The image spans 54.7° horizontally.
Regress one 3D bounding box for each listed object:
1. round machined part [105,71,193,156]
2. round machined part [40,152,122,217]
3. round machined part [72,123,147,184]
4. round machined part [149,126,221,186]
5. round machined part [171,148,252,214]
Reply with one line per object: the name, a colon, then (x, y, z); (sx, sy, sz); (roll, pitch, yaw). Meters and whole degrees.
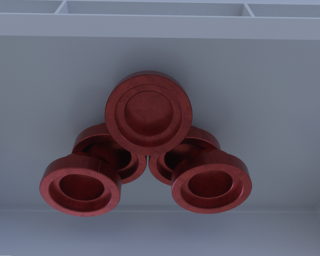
round machined part: (-0.013, -0.020, 0.366); (0.099, 0.042, 0.097); (-1, 112, -1)
round machined part: (-0.098, 0.069, 0.399); (0.099, 0.042, 0.097); (0, 130, 0)
round machined part: (-0.067, 0.031, 0.422); (0.099, 0.042, 0.097); (0, 130, 0)
round machined part: (0.034, 0.035, 0.426); (0.099, 0.042, 0.097); (0, 130, 0)
round machined part: (0.063, 0.064, 0.397); (0.099, 0.042, 0.097); (0, 130, 0)
